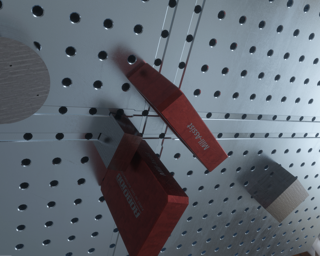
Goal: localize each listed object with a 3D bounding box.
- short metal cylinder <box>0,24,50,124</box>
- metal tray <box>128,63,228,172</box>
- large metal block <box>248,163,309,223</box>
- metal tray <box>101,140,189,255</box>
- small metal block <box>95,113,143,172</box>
[{"bbox_3d":[-0.147,-0.050,0.284,0.081,0.050,0.079,-14,124,-21],"label":"short metal cylinder"},{"bbox_3d":[0.023,-0.011,0.376,0.030,0.090,0.130,-42,130,0],"label":"metal tray"},{"bbox_3d":[0.232,0.128,0.605,0.080,0.050,0.080,-45,130,3],"label":"large metal block"},{"bbox_3d":[-0.026,0.080,0.380,0.030,0.130,0.089,15,110,-35],"label":"metal tray"},{"bbox_3d":[-0.051,0.017,0.379,0.025,0.050,0.050,16,110,-35],"label":"small metal block"}]
